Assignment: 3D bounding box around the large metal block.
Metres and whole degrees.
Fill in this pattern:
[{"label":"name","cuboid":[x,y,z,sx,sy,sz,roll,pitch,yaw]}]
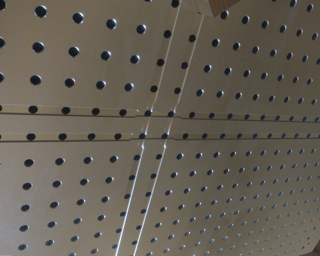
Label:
[{"label":"large metal block","cuboid":[0.063,-0.175,0.320,0.080,0.050,0.080,-34,129,-6]}]
